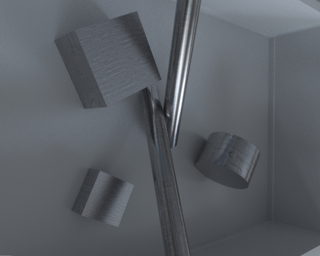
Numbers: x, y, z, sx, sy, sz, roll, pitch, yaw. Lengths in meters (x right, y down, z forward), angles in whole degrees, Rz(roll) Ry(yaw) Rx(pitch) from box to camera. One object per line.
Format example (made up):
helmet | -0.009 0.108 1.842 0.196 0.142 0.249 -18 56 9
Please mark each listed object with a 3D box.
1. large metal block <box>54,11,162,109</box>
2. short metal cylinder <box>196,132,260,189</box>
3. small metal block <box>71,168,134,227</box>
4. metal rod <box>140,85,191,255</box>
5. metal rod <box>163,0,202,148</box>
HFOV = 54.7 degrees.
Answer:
large metal block | -0.055 -0.075 0.345 0.081 0.050 0.080 -33 111 -35
short metal cylinder | 0.100 0.049 0.457 0.080 0.080 0.050 43 64 -32
small metal block | -0.064 0.079 0.354 0.050 0.025 0.050 32 70 -36
metal rod | 0.010 0.081 0.329 0.025 0.025 0.299 16 52 -39
metal rod | 0.026 -0.102 0.337 0.025 0.025 0.298 -25 136 -38
